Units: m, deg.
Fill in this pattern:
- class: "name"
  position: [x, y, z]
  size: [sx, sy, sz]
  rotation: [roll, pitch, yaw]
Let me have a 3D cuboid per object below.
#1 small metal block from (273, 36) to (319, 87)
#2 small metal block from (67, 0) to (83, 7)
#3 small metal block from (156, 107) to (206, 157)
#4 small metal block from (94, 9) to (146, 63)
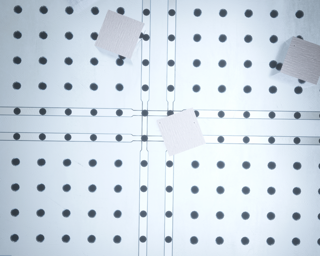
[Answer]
- class: "small metal block"
  position: [0.188, -0.088, 0.414]
  size: [0.050, 0.025, 0.050]
  rotation: [20, 90, 0]
- class: "small metal block"
  position: [-0.113, -0.200, 0.413]
  size: [0.050, 0.025, 0.050]
  rotation: [-33, 90, 0]
- class: "small metal block"
  position: [0.027, 0.005, 0.414]
  size: [0.050, 0.025, 0.050]
  rotation: [-20, 90, 0]
- class: "small metal block"
  position: [-0.052, -0.121, 0.413]
  size: [0.050, 0.025, 0.050]
  rotation: [21, 90, 0]
